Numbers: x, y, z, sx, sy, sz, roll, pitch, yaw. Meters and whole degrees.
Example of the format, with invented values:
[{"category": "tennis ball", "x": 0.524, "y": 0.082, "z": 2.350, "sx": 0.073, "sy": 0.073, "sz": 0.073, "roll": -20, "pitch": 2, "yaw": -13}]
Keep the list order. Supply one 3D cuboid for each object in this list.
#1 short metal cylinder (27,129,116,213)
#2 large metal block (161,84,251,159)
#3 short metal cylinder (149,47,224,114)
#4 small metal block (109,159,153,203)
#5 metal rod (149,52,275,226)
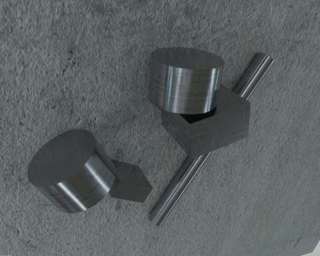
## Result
[{"category": "short metal cylinder", "x": -0.097, "y": 0.047, "z": 0.347, "sx": 0.080, "sy": 0.080, "sz": 0.050, "roll": -32, "pitch": 129, "yaw": -8}, {"category": "large metal block", "x": 0.054, "y": -0.015, "z": 0.391, "sx": 0.081, "sy": 0.080, "sz": 0.050, "roll": -19, "pitch": 126, "yaw": -17}, {"category": "short metal cylinder", "x": 0.028, "y": -0.056, "z": 0.352, "sx": 0.081, "sy": 0.080, "sz": 0.050, "roll": -9, "pitch": 122, "yaw": -24}, {"category": "small metal block", "x": -0.045, "y": 0.070, "z": 0.409, "sx": 0.050, "sy": 0.050, "sz": 0.025, "roll": 20, "pitch": 107, "yaw": -36}, {"category": "metal rod", "x": 0.070, "y": 0.025, "z": 0.460, "sx": 0.025, "sy": 0.025, "sz": 0.299, "roll": 22, "pitch": 106, "yaw": -36}]
